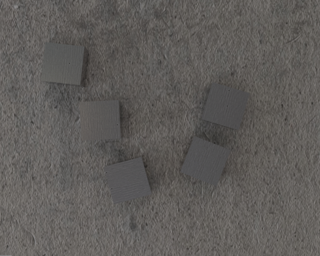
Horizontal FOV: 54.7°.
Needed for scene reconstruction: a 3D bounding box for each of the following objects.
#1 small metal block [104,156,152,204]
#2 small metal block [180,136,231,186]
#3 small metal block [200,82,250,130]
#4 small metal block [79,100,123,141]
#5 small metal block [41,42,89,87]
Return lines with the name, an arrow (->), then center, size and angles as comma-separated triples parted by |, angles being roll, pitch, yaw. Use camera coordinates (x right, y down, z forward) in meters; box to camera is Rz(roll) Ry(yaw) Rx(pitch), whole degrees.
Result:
small metal block -> -0.041, 0.067, 0.410 | 0.050, 0.025, 0.050 | -15, 90, 0
small metal block -> 0.059, 0.042, 0.410 | 0.050, 0.025, 0.050 | 22, 90, 0
small metal block -> 0.084, -0.028, 0.410 | 0.050, 0.025, 0.050 | 17, 90, 0
small metal block -> -0.077, -0.010, 0.409 | 0.050, 0.025, 0.050 | -3, 90, 0
small metal block -> -0.124, -0.083, 0.409 | 0.050, 0.025, 0.050 | 7, 90, 0
